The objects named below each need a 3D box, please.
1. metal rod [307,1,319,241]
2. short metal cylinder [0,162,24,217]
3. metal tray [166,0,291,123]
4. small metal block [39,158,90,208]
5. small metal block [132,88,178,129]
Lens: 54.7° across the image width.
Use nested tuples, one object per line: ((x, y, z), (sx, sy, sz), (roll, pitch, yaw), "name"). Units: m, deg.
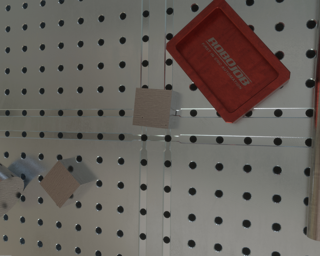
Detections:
((0.186, -0.025, 0.347), (0.025, 0.025, 0.298), (3, 91, 19), "metal rod")
((-0.259, 0.096, 0.472), (0.050, 0.080, 0.080), (30, 100, 17), "short metal cylinder")
((0.081, -0.081, 0.380), (0.090, 0.030, 0.130), (-40, 78, 15), "metal tray")
((-0.142, 0.082, 0.461), (0.050, 0.025, 0.050), (45, 104, 14), "small metal block")
((-0.006, -0.026, 0.414), (0.050, 0.025, 0.050), (6, 92, 19), "small metal block")
